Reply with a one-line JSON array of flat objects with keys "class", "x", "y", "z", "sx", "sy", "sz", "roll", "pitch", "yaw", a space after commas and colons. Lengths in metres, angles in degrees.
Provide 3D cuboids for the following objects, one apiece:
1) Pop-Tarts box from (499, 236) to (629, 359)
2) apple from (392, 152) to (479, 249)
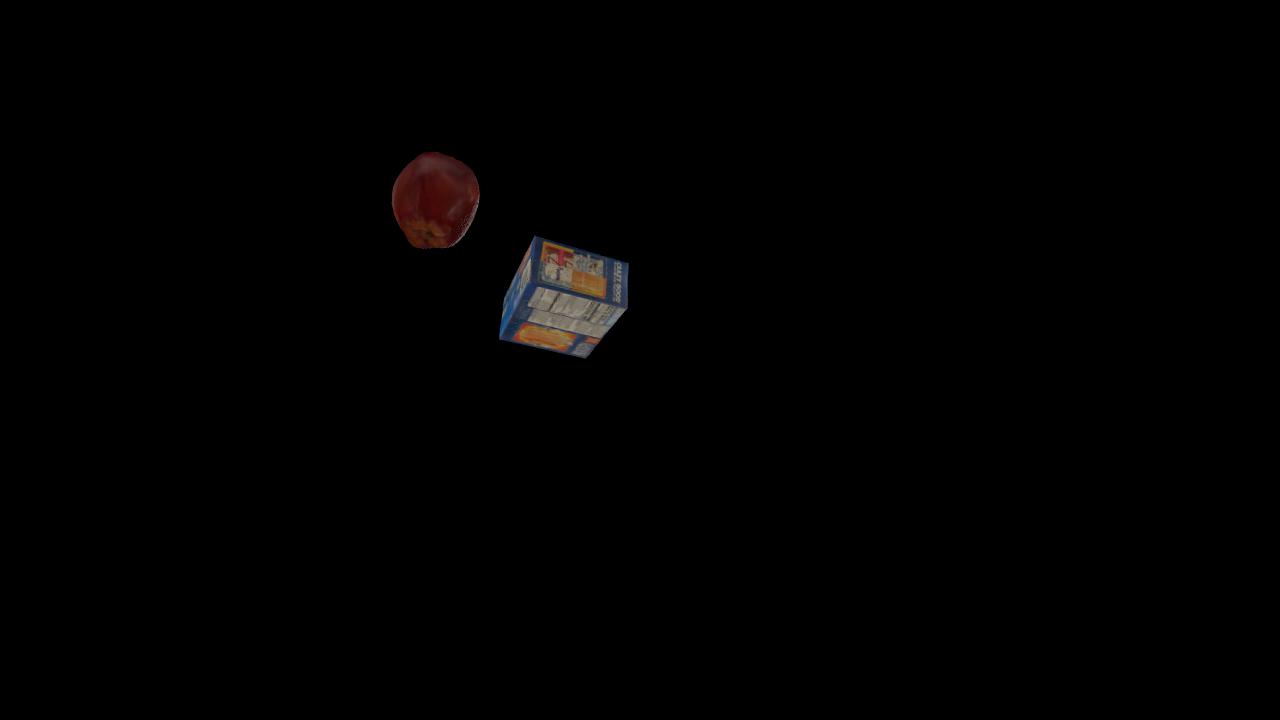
[{"class": "Pop-Tarts box", "x": -0.113, "y": -0.084, "z": 0.890, "sx": 0.141, "sy": 0.083, "sz": 0.167, "roll": 13, "pitch": -29, "yaw": -21}, {"class": "apple", "x": -0.187, "y": -0.147, "z": 0.568, "sx": 0.079, "sy": 0.093, "sz": 0.079, "roll": -1, "pitch": -40, "yaw": 0}]
